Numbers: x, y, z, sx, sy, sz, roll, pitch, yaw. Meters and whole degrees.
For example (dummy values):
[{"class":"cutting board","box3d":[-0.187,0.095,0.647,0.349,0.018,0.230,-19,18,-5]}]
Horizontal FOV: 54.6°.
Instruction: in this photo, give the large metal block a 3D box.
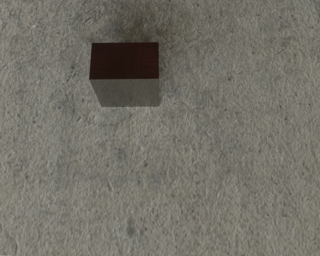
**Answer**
[{"class":"large metal block","box3d":[-0.042,-0.066,0.403,0.080,0.080,0.050,-1,70,0]}]
